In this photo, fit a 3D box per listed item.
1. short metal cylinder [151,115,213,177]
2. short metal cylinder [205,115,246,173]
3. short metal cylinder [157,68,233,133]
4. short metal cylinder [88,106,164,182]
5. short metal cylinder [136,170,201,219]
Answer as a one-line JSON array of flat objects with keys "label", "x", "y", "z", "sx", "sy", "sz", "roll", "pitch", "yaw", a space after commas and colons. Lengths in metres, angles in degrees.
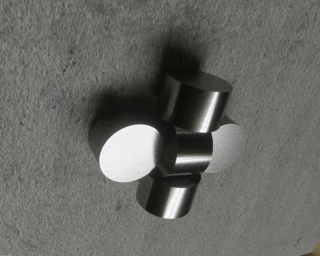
[{"label": "short metal cylinder", "x": 0.023, "y": 0.022, "z": 0.399, "sx": 0.050, "sy": 0.080, "sz": 0.079, "roll": 0, "pitch": 118, "yaw": -29}, {"label": "short metal cylinder", "x": 0.075, "y": 0.017, "z": 0.443, "sx": 0.081, "sy": 0.050, "sz": 0.079, "roll": -14, "pitch": 125, "yaw": -21}, {"label": "short metal cylinder", "x": 0.041, "y": -0.036, "z": 0.373, "sx": 0.081, "sy": 0.080, "sz": 0.050, "roll": 0, "pitch": 119, "yaw": -28}, {"label": "short metal cylinder", "x": -0.042, "y": 0.019, "z": 0.381, "sx": 0.081, "sy": 0.050, "sz": 0.079, "roll": -14, "pitch": 124, "yaw": -22}, {"label": "short metal cylinder", "x": 0.011, "y": 0.078, "z": 0.428, "sx": 0.081, "sy": 0.080, "sz": 0.050, "roll": 0, "pitch": 118, "yaw": -28}]
